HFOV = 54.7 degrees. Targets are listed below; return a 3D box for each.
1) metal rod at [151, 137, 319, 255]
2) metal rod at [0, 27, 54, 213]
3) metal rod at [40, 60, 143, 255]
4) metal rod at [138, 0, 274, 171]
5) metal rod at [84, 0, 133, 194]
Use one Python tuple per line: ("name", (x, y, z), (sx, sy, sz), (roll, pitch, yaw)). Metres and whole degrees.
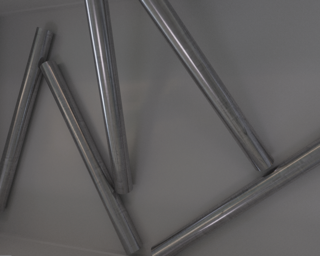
("metal rod", (0.110, 0.080, 0.371), (0.300, 0.025, 0.025), (-38, 78, 16))
("metal rod", (-0.220, -0.008, 0.488), (0.025, 0.025, 0.298), (20, 97, 19))
("metal rod", (-0.102, 0.036, 0.446), (0.025, 0.025, 0.299), (-30, 80, 17))
("metal rod", (0.036, -0.073, 0.333), (0.025, 0.025, 0.300), (-33, 104, 17))
("metal rod", (-0.061, -0.051, 0.369), (0.025, 0.025, 0.298), (5, 116, 20))
